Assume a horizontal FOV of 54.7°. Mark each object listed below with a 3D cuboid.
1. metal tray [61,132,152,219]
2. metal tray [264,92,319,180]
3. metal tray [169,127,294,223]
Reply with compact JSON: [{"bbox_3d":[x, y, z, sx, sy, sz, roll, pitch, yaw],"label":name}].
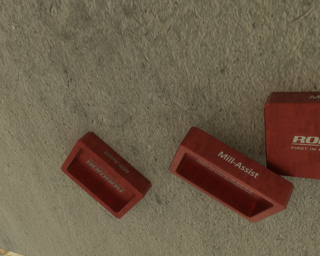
[{"bbox_3d":[-0.089,0.078,0.498,0.130,0.030,0.090,41,129,0],"label":"metal tray"},{"bbox_3d":[0.178,0.010,0.316,0.130,0.030,0.089,3,120,27],"label":"metal tray"},{"bbox_3d":[0.079,0.060,0.376,0.130,0.030,0.090,31,153,8],"label":"metal tray"}]
